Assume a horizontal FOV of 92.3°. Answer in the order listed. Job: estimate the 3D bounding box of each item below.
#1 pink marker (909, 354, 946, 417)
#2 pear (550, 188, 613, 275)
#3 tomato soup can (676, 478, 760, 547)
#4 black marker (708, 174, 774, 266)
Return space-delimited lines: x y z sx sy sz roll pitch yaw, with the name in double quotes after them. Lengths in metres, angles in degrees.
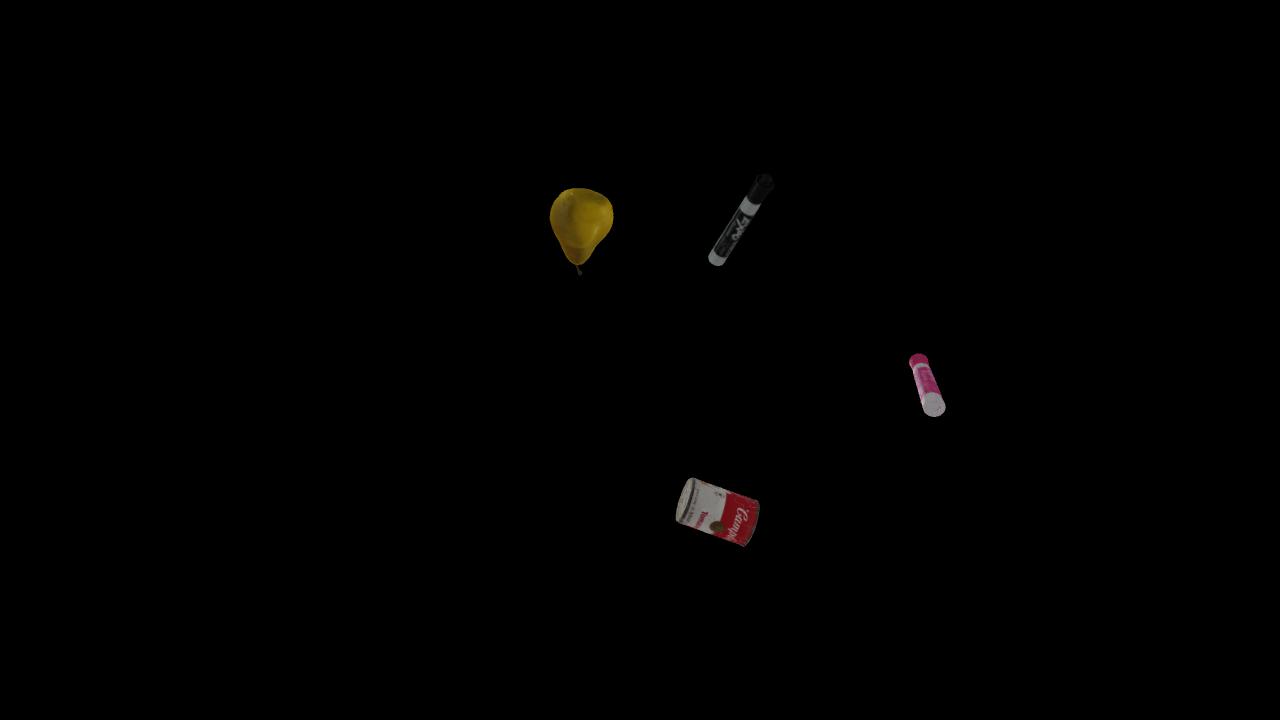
0.283 0.022 0.610 0.020 0.020 0.121 0 21 17 "pink marker"
-0.079 -0.157 0.771 0.080 0.111 0.080 15 27 -8 "pear"
0.108 0.212 0.866 0.101 0.068 0.068 21 -1 -2 "tomato soup can"
0.098 -0.136 0.605 0.020 0.020 0.121 0 -29 -19 "black marker"
